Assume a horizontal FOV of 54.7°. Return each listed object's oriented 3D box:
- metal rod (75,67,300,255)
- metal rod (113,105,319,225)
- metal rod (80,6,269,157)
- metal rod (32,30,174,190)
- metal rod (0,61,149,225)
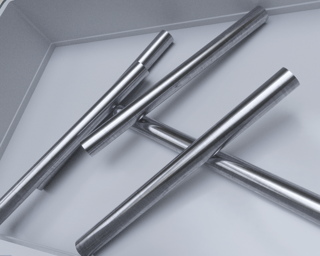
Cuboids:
[{"bbox_3d":[0.021,0.045,0.339,0.300,0.025,0.025,-41,51,10],"label":"metal rod"},{"bbox_3d":[0.051,0.030,0.359,0.300,0.025,0.025,25,75,36],"label":"metal rod"},{"bbox_3d":[0.024,-0.066,0.410,0.301,0.025,0.025,-38,51,-7],"label":"metal rod"},{"bbox_3d":[-0.084,-0.031,0.467,0.025,0.025,0.300,34,80,38],"label":"metal rod"},{"bbox_3d":[-0.127,0.020,0.431,0.300,0.025,0.025,-47,51,-7],"label":"metal rod"}]
